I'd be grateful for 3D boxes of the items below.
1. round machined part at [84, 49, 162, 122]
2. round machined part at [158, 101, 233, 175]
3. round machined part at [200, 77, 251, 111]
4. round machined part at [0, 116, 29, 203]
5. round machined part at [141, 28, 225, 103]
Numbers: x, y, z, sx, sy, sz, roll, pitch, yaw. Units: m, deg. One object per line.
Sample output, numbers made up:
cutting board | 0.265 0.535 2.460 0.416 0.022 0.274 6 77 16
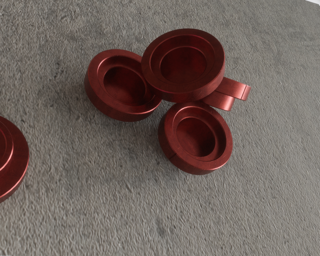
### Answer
round machined part | -0.048 -0.050 0.397 0.099 0.042 0.098 14 56 -21
round machined part | 0.042 0.015 0.404 0.099 0.042 0.098 12 59 -21
round machined part | 0.076 -0.055 0.445 0.099 0.042 0.098 19 11 -3
round machined part | -0.173 0.024 0.285 0.099 0.042 0.098 14 56 -21
round machined part | 0.029 -0.071 0.379 0.098 0.042 0.098 -5 61 9
